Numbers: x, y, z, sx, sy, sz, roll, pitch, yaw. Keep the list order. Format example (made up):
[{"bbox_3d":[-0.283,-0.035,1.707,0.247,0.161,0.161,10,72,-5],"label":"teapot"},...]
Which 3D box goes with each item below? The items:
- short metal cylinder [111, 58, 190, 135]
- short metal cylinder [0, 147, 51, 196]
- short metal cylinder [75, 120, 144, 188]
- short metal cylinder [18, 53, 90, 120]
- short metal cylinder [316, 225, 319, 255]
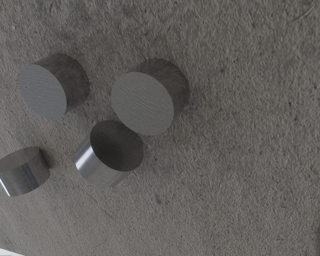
[{"bbox_3d":[-0.011,-0.038,0.373,0.080,0.050,0.079,13,124,21],"label":"short metal cylinder"},{"bbox_3d":[-0.242,0.075,0.546,0.080,0.080,0.050,-3,117,29],"label":"short metal cylinder"},{"bbox_3d":[-0.070,0.036,0.430,0.080,0.080,0.050,44,129,-3],"label":"short metal cylinder"},{"bbox_3d":[-0.147,-0.058,0.432,0.080,0.050,0.079,13,124,21],"label":"short metal cylinder"},{"bbox_3d":[0.228,0.151,0.364,0.080,0.050,0.079,13,124,21],"label":"short metal cylinder"}]
